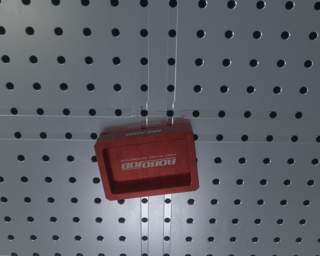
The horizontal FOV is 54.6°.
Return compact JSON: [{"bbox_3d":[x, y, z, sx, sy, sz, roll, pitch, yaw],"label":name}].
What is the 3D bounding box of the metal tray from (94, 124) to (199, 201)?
[{"bbox_3d":[-0.016,0.048,0.428,0.131,0.030,0.089,-7,110,2],"label":"metal tray"}]
